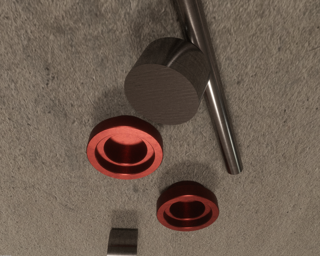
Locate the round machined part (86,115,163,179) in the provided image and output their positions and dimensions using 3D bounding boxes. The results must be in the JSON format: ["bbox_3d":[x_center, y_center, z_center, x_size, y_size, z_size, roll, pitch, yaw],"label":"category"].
[{"bbox_3d":[-0.045,0.021,0.414,0.099,0.042,0.097,-1,130,0],"label":"round machined part"}]

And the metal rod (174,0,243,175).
[{"bbox_3d":[0.062,-0.047,0.367,0.025,0.025,0.299,-15,129,12],"label":"metal rod"}]

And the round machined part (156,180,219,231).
[{"bbox_3d":[0.044,0.123,0.501,0.099,0.042,0.097,-1,130,0],"label":"round machined part"}]

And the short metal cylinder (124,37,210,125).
[{"bbox_3d":[0.009,-0.049,0.333,0.080,0.050,0.080,14,139,13],"label":"short metal cylinder"}]

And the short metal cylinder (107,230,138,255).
[{"bbox_3d":[-0.068,0.228,0.565,0.050,0.080,0.079,3,130,-3],"label":"short metal cylinder"}]
